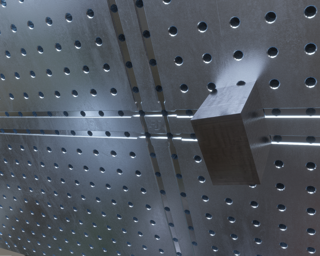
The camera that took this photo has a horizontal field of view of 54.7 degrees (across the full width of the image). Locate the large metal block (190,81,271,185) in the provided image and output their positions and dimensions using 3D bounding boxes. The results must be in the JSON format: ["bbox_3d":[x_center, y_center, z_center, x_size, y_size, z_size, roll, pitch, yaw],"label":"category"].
[{"bbox_3d":[0.081,0.005,0.335,0.050,0.080,0.080,-8,115,31],"label":"large metal block"}]
